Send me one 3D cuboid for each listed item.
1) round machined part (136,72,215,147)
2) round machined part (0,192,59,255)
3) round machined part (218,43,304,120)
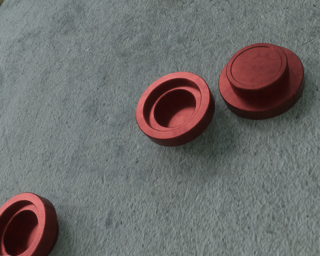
[{"bbox_3d":[0.023,-0.020,0.393,0.098,0.042,0.098,-13,56,21],"label":"round machined part"},{"bbox_3d":[-0.172,0.137,0.400,0.098,0.042,0.098,-13,56,21],"label":"round machined part"},{"bbox_3d":[0.118,-0.062,0.369,0.098,0.042,0.098,-13,56,21],"label":"round machined part"}]
